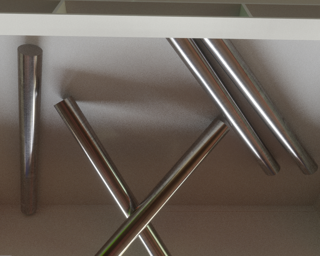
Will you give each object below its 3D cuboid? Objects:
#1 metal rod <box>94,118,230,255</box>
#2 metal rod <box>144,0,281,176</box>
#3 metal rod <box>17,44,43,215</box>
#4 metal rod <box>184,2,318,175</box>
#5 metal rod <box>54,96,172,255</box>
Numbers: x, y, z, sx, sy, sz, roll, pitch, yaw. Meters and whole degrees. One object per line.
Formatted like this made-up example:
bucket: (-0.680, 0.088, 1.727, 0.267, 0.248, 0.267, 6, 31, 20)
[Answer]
metal rod: (-0.017, 0.106, 0.393, 0.300, 0.025, 0.025, -48, 122, -7)
metal rod: (0.081, -0.031, 0.383, 0.025, 0.025, 0.300, -29, 125, 22)
metal rod: (-0.180, 0.025, 0.427, 0.025, 0.025, 0.298, 12, 129, -10)
metal rod: (0.129, -0.029, 0.386, 0.025, 0.025, 0.300, -32, 124, 24)
metal rod: (-0.047, 0.093, 0.411, 0.025, 0.025, 0.299, -26, 102, 20)
